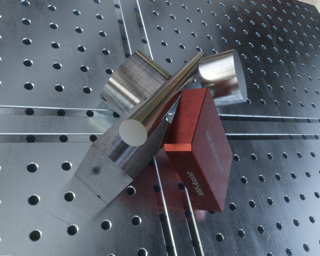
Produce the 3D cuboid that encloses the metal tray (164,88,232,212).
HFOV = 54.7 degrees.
[{"bbox_3d":[0.052,0.028,0.366,0.130,0.030,0.090,61,37,-41],"label":"metal tray"}]

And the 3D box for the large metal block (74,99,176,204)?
[{"bbox_3d":[-0.038,0.026,0.337,0.050,0.080,0.080,43,51,1],"label":"large metal block"}]

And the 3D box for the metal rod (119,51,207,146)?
[{"bbox_3d":[0.023,-0.056,0.387,0.025,0.025,0.301,40,30,-2],"label":"metal rod"}]

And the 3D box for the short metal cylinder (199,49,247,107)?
[{"bbox_3d":[0.096,-0.073,0.465,0.080,0.050,0.080,40,45,-55],"label":"short metal cylinder"}]

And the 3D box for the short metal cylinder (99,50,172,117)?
[{"bbox_3d":[-0.030,-0.051,0.388,0.050,0.080,0.080,40,51,-2],"label":"short metal cylinder"}]
